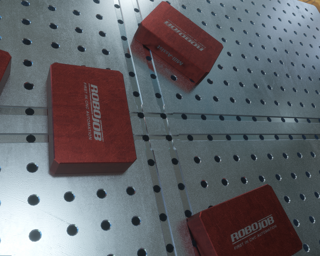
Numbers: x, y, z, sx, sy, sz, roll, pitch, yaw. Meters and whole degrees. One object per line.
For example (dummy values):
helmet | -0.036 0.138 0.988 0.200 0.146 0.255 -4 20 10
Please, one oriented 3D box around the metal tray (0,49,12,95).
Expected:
metal tray | -0.216 -0.035 0.309 0.091 0.030 0.130 17 55 -19

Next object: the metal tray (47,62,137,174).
metal tray | -0.083 -0.013 0.369 0.091 0.030 0.130 3 61 -27

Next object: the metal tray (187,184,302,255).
metal tray | 0.108 0.131 0.385 0.131 0.030 0.090 -11 68 -33

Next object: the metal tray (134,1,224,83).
metal tray | 0.034 -0.143 0.513 0.130 0.030 0.090 35 51 -5
